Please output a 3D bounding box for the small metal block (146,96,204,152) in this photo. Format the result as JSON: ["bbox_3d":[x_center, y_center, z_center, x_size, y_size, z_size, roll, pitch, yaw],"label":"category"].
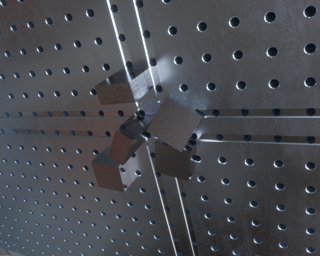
[{"bbox_3d":[0.019,-0.006,0.384,0.050,0.025,0.050,31,103,8],"label":"small metal block"}]

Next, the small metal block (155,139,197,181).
[{"bbox_3d":[0.021,0.040,0.423,0.050,0.025,0.050,13,124,20],"label":"small metal block"}]

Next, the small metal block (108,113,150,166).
[{"bbox_3d":[-0.043,0.015,0.425,0.025,0.050,0.050,30,128,9],"label":"small metal block"}]

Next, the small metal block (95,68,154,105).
[{"bbox_3d":[-0.043,-0.052,0.384,0.050,0.050,0.025,-2,118,29],"label":"small metal block"}]

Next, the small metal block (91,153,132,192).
[{"bbox_3d":[-0.076,0.071,0.493,0.050,0.025,0.050,6,121,25],"label":"small metal block"}]
